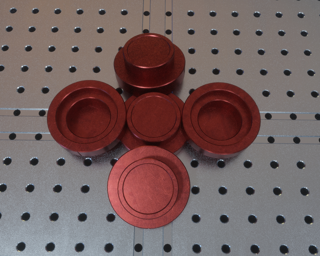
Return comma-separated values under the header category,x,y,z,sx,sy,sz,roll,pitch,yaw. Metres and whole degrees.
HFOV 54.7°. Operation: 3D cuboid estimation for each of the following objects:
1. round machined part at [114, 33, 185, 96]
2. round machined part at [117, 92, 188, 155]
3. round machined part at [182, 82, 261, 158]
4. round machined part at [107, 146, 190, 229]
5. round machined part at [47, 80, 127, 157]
category,x,y,z,sx,sy,sz,roll,pitch,yaw
round machined part,-0.014,-0.092,0.424,0.099,0.042,0.098,-1,56,1
round machined part,-0.008,-0.008,0.404,0.099,0.042,0.098,0,70,-1
round machined part,0.077,-0.007,0.406,0.099,0.042,0.098,0,70,-1
round machined part,-0.013,0.069,0.365,0.099,0.042,0.097,0,85,0
round machined part,-0.091,-0.010,0.405,0.099,0.042,0.098,0,70,-1
